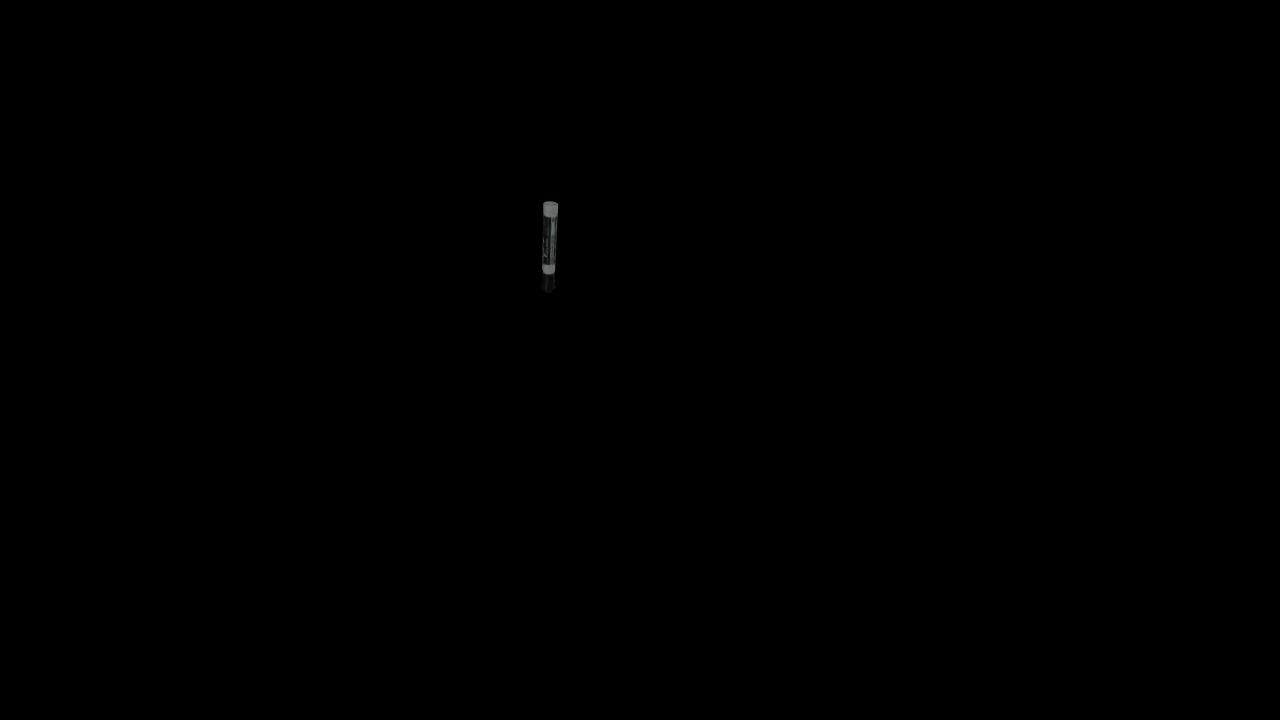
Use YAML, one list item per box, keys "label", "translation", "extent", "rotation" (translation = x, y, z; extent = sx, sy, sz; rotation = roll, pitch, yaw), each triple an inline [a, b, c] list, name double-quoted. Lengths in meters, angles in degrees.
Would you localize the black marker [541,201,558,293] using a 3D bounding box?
- label: "black marker"
  translation: [-0.118, -0.144, 0.797]
  extent: [0.020, 0.121, 0.020]
  rotation: [5, 30, -3]
